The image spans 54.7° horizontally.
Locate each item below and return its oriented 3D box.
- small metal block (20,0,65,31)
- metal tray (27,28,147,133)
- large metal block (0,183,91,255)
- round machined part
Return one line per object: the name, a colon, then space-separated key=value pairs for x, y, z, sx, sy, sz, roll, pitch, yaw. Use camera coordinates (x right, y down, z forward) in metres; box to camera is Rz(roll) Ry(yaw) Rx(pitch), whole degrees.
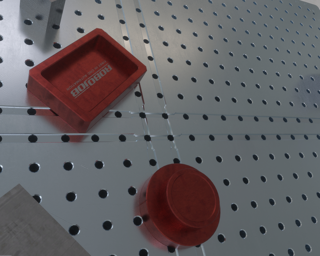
small metal block: x=-0.156 y=-0.168 z=0.411 sx=0.050 sy=0.050 sz=0.025 roll=43 pitch=51 yaw=1
metal tray: x=-0.088 y=-0.066 z=0.397 sx=0.090 sy=0.030 sz=0.131 roll=40 pitch=51 yaw=-1
large metal block: x=-0.110 y=0.102 z=0.251 sx=0.080 sy=0.080 sz=0.050 roll=44 pitch=51 yaw=2
round machined part: x=0.030 y=0.086 z=0.361 sx=0.099 sy=0.042 sz=0.098 roll=14 pitch=56 yaw=-21
